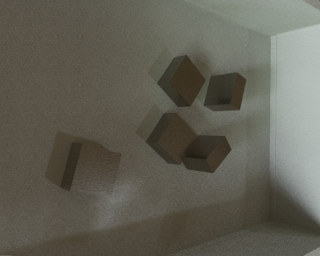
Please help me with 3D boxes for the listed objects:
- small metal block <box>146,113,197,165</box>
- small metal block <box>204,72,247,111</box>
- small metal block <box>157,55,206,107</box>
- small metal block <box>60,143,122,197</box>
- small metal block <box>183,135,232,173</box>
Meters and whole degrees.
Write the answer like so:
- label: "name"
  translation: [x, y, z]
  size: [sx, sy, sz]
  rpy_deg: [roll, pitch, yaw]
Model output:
- label: "small metal block"
  translation: [0.016, 0.015, 0.420]
  size: [0.050, 0.025, 0.050]
  rpy_deg: [47, 62, -30]
- label: "small metal block"
  translation: [0.099, -0.054, 0.473]
  size: [0.025, 0.050, 0.050]
  rpy_deg: [24, 75, -38]
- label: "small metal block"
  translation: [0.031, -0.065, 0.432]
  size: [0.050, 0.025, 0.050]
  rpy_deg: [46, 63, -30]
- label: "small metal block"
  translation: [-0.076, 0.047, 0.343]
  size: [0.050, 0.025, 0.050]
  rpy_deg: [20, 78, -38]
- label: "small metal block"
  translation: [0.066, 0.036, 0.445]
  size: [0.050, 0.050, 0.025]
  rpy_deg: [-45, 117, -31]
